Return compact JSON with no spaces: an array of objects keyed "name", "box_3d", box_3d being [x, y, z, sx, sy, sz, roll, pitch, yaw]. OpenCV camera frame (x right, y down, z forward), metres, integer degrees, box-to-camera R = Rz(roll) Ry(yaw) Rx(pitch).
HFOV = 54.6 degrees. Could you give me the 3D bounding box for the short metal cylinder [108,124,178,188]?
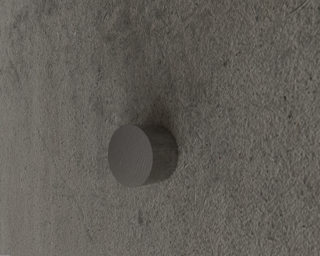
[{"name":"short metal cylinder","box_3d":[-0.023,0.035,0.409,0.080,0.050,0.080,0,90,40]}]
